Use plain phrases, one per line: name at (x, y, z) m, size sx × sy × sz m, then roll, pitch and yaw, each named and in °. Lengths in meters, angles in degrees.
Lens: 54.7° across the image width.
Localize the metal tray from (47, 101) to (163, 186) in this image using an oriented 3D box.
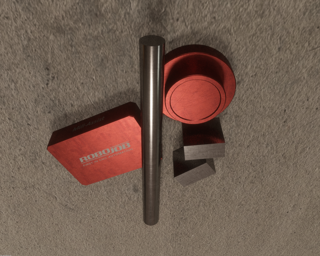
metal tray at (-0.073, 0.025, 0.425) m, size 0.130 × 0.030 × 0.090 m, roll -20°, pitch 128°, yaw 15°

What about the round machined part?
round machined part at (0.039, -0.043, 0.360) m, size 0.099 × 0.042 × 0.097 m, roll -1°, pitch 130°, yaw 0°

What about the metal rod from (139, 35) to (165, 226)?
metal rod at (-0.011, 0.030, 0.392) m, size 0.025 × 0.025 × 0.298 m, roll 1°, pitch 130°, yaw -1°

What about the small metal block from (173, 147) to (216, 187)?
small metal block at (0.046, 0.047, 0.432) m, size 0.050 × 0.050 × 0.025 m, roll -29°, pitch 125°, yaw 22°

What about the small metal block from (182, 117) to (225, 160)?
small metal block at (0.055, 0.013, 0.403) m, size 0.050 × 0.050 × 0.025 m, roll -5°, pitch 130°, yaw 4°
